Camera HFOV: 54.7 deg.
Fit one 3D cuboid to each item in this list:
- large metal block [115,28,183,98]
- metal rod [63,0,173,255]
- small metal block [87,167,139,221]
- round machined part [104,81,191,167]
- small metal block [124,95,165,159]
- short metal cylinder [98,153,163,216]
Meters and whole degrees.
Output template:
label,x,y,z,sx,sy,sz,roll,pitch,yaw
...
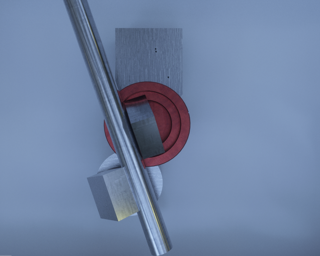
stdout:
label,x,y,z,sx,sy,sz,roll,pitch,yaw
large metal block,-0.013,-0.080,0.396,0.081,0.050,0.079,0,90,-1
metal rod,-0.047,-0.007,0.340,0.025,0.025,0.298,-19,90,0
small metal block,-0.054,0.073,0.345,0.025,0.050,0.050,-19,90,-34
round machined part,-0.014,-0.005,0.372,0.099,0.042,0.097,0,90,-1
small metal block,-0.018,-0.002,0.349,0.025,0.050,0.050,-19,125,-4
short metal cylinder,-0.037,0.066,0.398,0.081,0.050,0.079,0,90,-1
